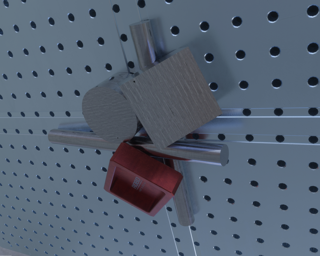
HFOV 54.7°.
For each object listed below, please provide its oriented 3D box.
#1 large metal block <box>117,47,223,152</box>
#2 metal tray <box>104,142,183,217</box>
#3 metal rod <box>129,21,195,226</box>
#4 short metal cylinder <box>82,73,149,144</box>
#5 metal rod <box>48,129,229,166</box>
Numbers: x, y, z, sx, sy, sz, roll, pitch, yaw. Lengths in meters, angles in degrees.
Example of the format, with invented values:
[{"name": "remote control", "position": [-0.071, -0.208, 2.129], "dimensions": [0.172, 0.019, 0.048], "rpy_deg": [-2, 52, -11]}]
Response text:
[{"name": "large metal block", "position": [0.009, -0.033, 0.344], "dimensions": [0.080, 0.050, 0.080], "rpy_deg": [-31, 105, -3]}, {"name": "metal tray", "position": [-0.029, 0.078, 0.438], "dimensions": [0.090, 0.030, 0.129], "rpy_deg": [29, 149, 2]}, {"name": "metal rod", "position": [0.009, 0.012, 0.414], "dimensions": [0.025, 0.025, 0.298], "rpy_deg": [1, 119, 28]}, {"name": "short metal cylinder", "position": [-0.054, -0.026, 0.407], "dimensions": [0.080, 0.050, 0.079], "rpy_deg": [13, 124, 21]}, {"name": "metal rod", "position": [-0.052, 0.022, 0.431], "dimensions": [0.300, 0.025, 0.025], "rpy_deg": [4, 121, 34]}]
